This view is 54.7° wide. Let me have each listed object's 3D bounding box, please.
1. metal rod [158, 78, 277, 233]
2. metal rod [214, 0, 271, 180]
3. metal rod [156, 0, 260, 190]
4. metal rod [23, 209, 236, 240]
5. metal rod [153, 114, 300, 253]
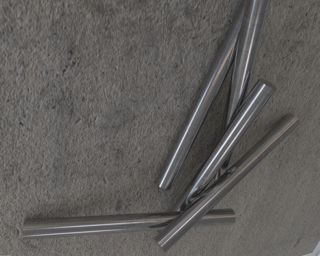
[{"bbox_3d":[0.070,0.061,0.449,0.025,0.025,0.298,8,124,-32],"label":"metal rod"},{"bbox_3d":[0.102,-0.039,0.414,0.025,0.025,0.298,-14,132,-20],"label":"metal rod"},{"bbox_3d":[0.063,-0.044,0.413,0.025,0.025,0.298,11,113,-33],"label":"metal rod"},{"bbox_3d":[-0.030,0.135,0.442,0.302,0.025,0.025,2,118,-19],"label":"metal rod"},{"bbox_3d":[0.111,0.073,0.471,0.301,0.025,0.025,-38,130,-19],"label":"metal rod"}]
